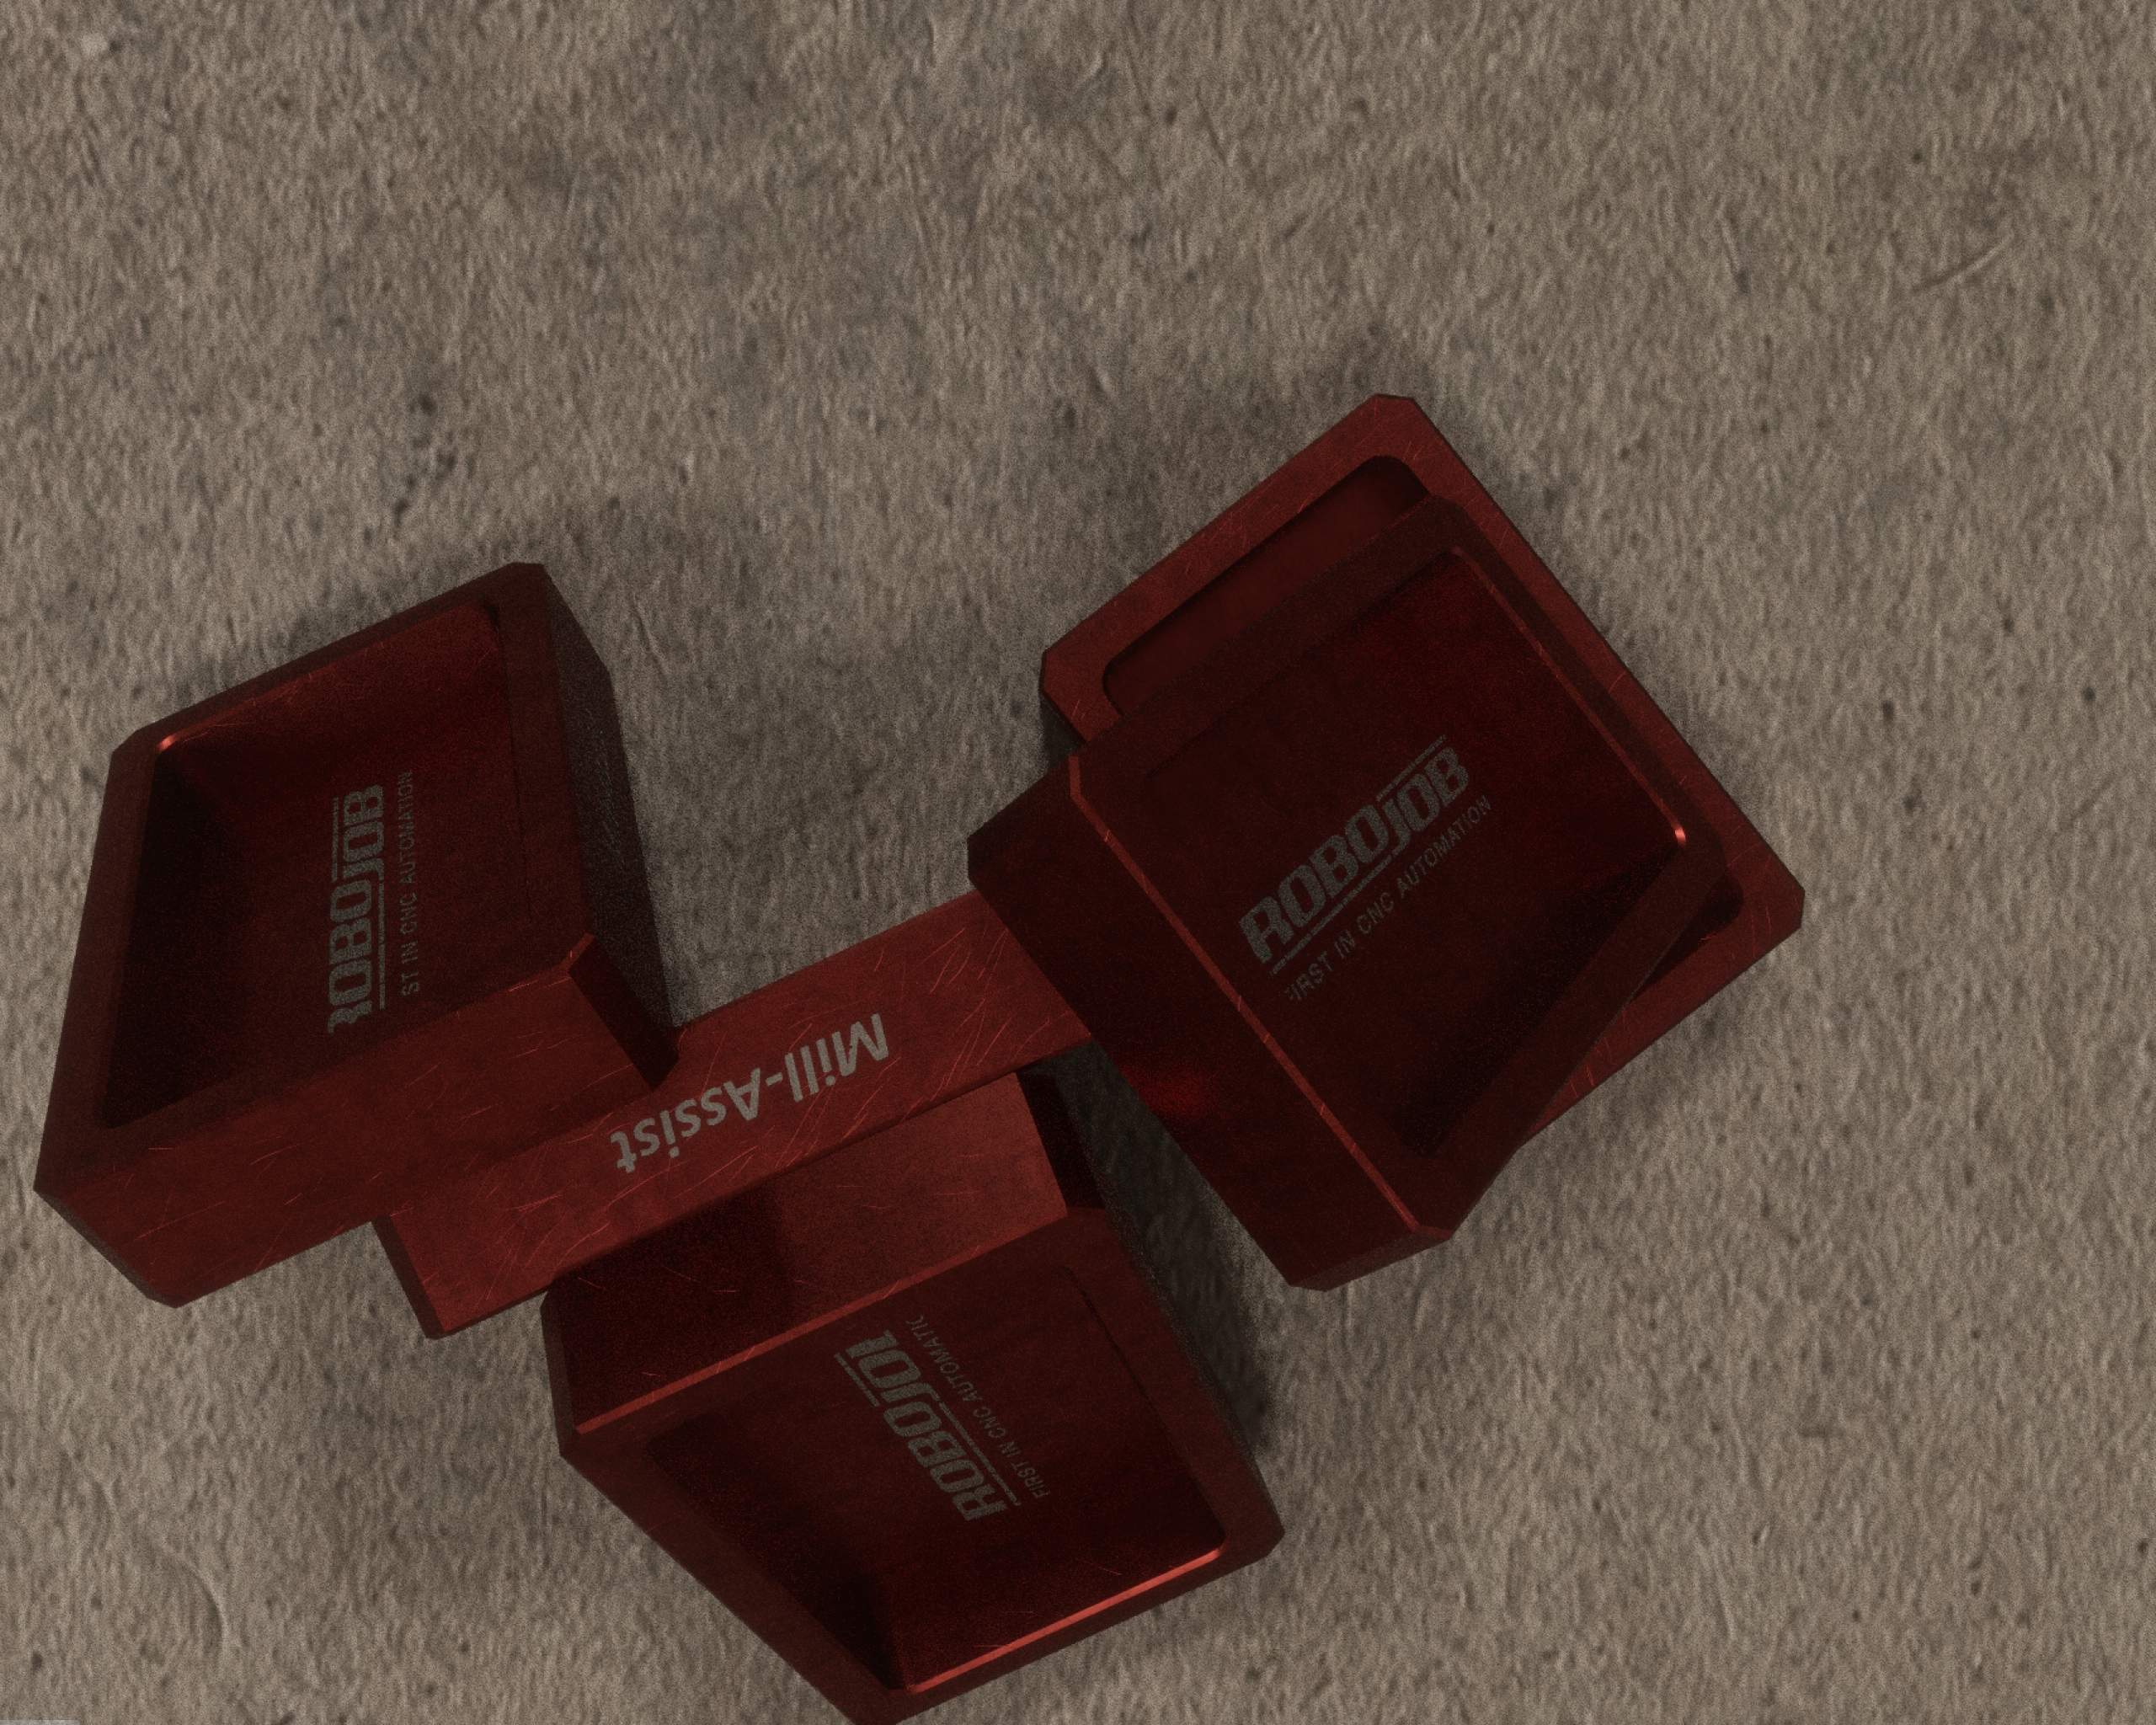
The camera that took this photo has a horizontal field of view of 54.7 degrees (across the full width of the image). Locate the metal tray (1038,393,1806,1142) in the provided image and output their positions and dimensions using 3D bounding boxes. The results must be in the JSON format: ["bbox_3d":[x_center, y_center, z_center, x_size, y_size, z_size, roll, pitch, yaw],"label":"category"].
[{"bbox_3d":[0.065,-0.014,0.409,0.090,0.030,0.130,-38,91,-1],"label":"metal tray"}]

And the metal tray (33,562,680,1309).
[{"bbox_3d":[-0.124,0.005,0.362,0.090,0.130,0.030,-24,129,-1],"label":"metal tray"}]

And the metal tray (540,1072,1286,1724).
[{"bbox_3d":[-0.023,0.100,0.367,0.090,0.030,0.130,-25,135,0],"label":"metal tray"}]

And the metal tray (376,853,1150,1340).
[{"bbox_3d":[-0.052,0.037,0.378,0.131,0.090,0.030,-25,90,0],"label":"metal tray"}]

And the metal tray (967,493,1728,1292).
[{"bbox_3d":[0.052,-0.001,0.356,0.090,0.030,0.131,52,45,-1],"label":"metal tray"}]
